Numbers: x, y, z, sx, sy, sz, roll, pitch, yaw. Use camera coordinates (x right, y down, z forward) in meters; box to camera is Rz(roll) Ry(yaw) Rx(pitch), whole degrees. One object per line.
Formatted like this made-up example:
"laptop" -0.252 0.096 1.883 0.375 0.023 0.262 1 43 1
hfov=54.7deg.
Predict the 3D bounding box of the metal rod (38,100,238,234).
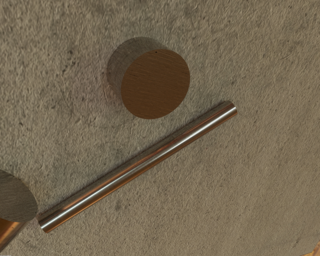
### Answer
"metal rod" -0.024 0.048 0.423 0.301 0.025 0.025 -31 129 -8

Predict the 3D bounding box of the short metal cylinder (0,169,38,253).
"short metal cylinder" -0.180 0.086 0.327 0.050 0.080 0.080 -47 129 5

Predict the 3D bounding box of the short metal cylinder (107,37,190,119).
"short metal cylinder" -0.014 -0.056 0.348 0.081 0.050 0.079 -14 124 -21
